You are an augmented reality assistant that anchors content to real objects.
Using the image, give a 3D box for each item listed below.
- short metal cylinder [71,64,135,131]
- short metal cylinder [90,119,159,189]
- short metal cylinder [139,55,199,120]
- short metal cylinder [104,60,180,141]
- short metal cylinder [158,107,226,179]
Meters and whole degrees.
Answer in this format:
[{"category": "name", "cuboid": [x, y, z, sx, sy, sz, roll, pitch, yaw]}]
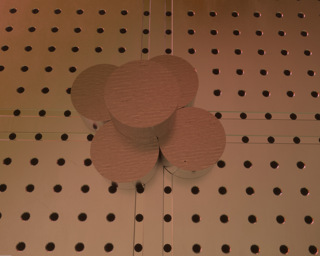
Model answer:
[{"category": "short metal cylinder", "cuboid": [-0.071, -0.037, 0.410, 0.081, 0.050, 0.080, 0, 70, 0]}, {"category": "short metal cylinder", "cuboid": [-0.041, 0.033, 0.385, 0.081, 0.050, 0.080, 0, 70, 0]}, {"category": "short metal cylinder", "cuboid": [0.009, -0.050, 0.416, 0.081, 0.050, 0.080, 0, 70, 0]}, {"category": "short metal cylinder", "cuboid": [-0.020, -0.030, 0.354, 0.081, 0.050, 0.080, 0, 71, -1]}, {"category": "short metal cylinder", "cuboid": [0.038, 0.020, 0.391, 0.081, 0.050, 0.080, 0, 70, 0]}]
